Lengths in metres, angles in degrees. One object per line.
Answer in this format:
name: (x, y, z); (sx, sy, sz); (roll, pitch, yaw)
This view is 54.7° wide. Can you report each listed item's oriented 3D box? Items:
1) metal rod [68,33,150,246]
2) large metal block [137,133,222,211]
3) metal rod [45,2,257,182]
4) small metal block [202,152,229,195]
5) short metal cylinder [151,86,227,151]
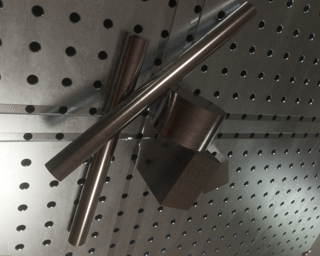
metal rod: (-0.071, 0.031, 0.392); (0.025, 0.025, 0.298); (7, 115, -32)
large metal block: (0.023, 0.052, 0.422); (0.050, 0.080, 0.080); (23, 106, -37)
metal rod: (-0.001, -0.049, 0.355); (0.301, 0.025, 0.025); (-41, 130, -11)
small metal block: (0.084, 0.074, 0.505); (0.050, 0.025, 0.050); (-21, 127, -16)
short metal cylinder: (0.036, -0.014, 0.388); (0.081, 0.080, 0.050); (15, 111, -35)
